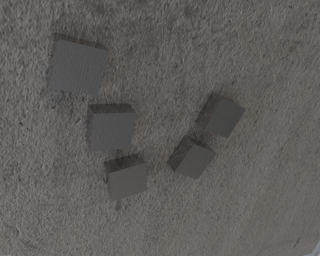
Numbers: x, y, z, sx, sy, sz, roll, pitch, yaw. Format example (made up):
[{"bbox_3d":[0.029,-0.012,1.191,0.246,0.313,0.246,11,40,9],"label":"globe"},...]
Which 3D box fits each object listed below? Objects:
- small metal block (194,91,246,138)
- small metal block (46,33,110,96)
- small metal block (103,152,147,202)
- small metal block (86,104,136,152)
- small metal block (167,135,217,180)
[{"bbox_3d":[0.086,-0.018,0.443,0.050,0.025,0.050,18,109,-35],"label":"small metal block"},{"bbox_3d":[-0.086,-0.065,0.320,0.050,0.025,0.050,7,115,-32],"label":"small metal block"},{"bbox_3d":[-0.047,0.067,0.423,0.050,0.025,0.050,-14,125,-21],"label":"small metal block"},{"bbox_3d":[-0.060,-0.001,0.373,0.050,0.025,0.050,-3,120,-27],"label":"small metal block"},{"bbox_3d":[0.047,0.044,0.460,0.050,0.025,0.050,24,106,-37],"label":"small metal block"}]
